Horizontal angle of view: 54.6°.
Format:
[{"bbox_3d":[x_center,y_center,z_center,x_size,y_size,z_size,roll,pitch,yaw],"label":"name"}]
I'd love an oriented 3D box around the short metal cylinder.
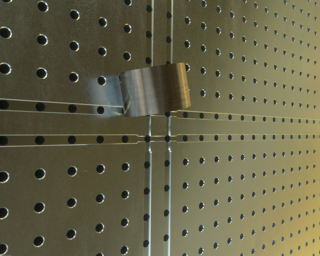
[{"bbox_3d":[-0.007,-0.045,0.367,0.081,0.080,0.050,-16,100,-39],"label":"short metal cylinder"}]
